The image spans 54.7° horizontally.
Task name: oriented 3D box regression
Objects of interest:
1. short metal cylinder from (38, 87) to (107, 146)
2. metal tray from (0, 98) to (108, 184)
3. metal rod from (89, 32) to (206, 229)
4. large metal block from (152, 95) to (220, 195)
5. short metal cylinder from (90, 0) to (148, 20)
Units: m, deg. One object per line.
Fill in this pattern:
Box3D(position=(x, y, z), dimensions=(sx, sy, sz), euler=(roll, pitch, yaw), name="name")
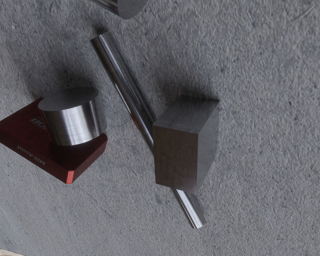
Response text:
Box3D(position=(-0.117, -0.018, 0.422), dimensions=(0.080, 0.080, 0.050), euler=(5, 120, 26), name="short metal cylinder")
Box3D(position=(-0.156, 0.015, 0.455), dimensions=(0.130, 0.090, 0.030), euler=(30, 130, 9), name="metal tray")
Box3D(position=(-0.009, 0.015, 0.420), dimensions=(0.025, 0.025, 0.299), euler=(-16, 111, 34), name="metal rod")
Box3D(position=(0.033, 0.016, 0.364), dimensions=(0.050, 0.080, 0.079), euler=(11, 123, 22), name="large metal block")
Box3D(position=(-0.038, -0.153, 0.297), dimensions=(0.050, 0.080, 0.079), euler=(32, 129, 7), name="short metal cylinder")
